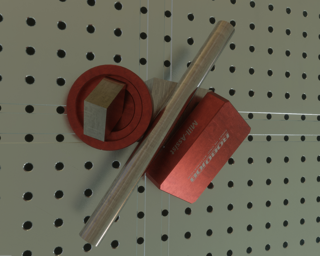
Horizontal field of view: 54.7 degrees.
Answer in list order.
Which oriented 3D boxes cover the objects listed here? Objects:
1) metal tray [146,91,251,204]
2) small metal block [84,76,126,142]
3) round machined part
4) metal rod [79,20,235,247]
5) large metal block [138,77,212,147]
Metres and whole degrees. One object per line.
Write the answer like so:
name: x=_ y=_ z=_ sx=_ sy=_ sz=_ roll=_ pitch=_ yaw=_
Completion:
metal tray: x=0.052 y=0.029 z=0.395 sx=0.130 sy=0.030 sz=0.090 roll=-52 pitch=139 yaw=1
small metal block: x=-0.062 y=-0.022 z=0.347 sx=0.025 sy=0.050 sz=0.050 roll=20 pitch=44 yaw=6
round machined part: x=-0.056 y=-0.024 z=0.370 sx=0.099 sy=0.042 sz=0.097 roll=0 pitch=93 yaw=5
metal rod: x=0.004 y=-0.003 z=0.361 sx=0.025 sy=0.025 sz=0.300 roll=36 pitch=78 yaw=-17
large metal block: x=0.015 y=-0.015 z=0.406 sx=0.081 sy=0.050 sz=0.080 roll=10 pitch=87 yaw=-20
